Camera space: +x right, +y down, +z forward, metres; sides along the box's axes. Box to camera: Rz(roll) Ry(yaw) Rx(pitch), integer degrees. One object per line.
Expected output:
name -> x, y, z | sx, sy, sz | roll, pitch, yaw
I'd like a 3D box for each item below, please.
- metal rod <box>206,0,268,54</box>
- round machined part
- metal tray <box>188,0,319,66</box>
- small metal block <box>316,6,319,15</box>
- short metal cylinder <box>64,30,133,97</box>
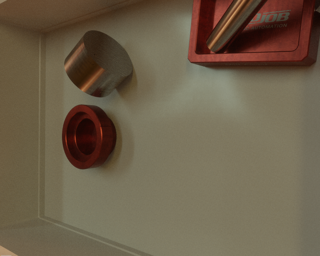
metal rod -> 0.106, -0.146, 0.208 | 0.025, 0.025, 0.299 | 70, 156, 15
round machined part -> -0.106, 0.013, 0.480 | 0.098, 0.042, 0.097 | 0, 90, 39
metal tray -> 0.095, -0.112, 0.324 | 0.130, 0.030, 0.089 | 9, 96, 39
small metal block -> 0.174, -0.106, 0.263 | 0.050, 0.025, 0.050 | 49, 119, 28
short metal cylinder -> -0.087, -0.090, 0.440 | 0.050, 0.081, 0.080 | -38, 67, 33
